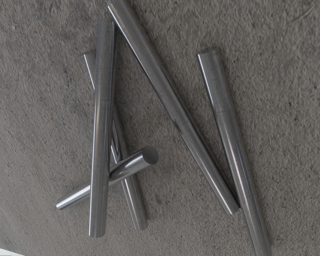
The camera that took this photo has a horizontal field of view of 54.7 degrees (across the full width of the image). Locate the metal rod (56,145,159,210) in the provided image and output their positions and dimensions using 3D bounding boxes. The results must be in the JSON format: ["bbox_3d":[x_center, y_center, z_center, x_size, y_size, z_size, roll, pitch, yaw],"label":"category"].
[{"bbox_3d":[-0.100,0.090,0.490,0.025,0.025,0.299,50,136,-7],"label":"metal rod"}]

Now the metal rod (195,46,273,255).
[{"bbox_3d":[0.098,0.048,0.384,0.025,0.025,0.298,-7,115,31],"label":"metal rod"}]

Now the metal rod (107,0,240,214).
[{"bbox_3d":[0.025,-0.016,0.383,0.025,0.025,0.299,-20,108,35],"label":"metal rod"}]

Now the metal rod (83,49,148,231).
[{"bbox_3d":[-0.059,0.034,0.458,0.025,0.025,0.298,3,120,27],"label":"metal rod"}]

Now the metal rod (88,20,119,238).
[{"bbox_3d":[-0.077,0.015,0.410,0.025,0.025,0.298,14,110,20],"label":"metal rod"}]
